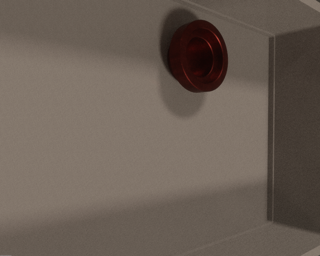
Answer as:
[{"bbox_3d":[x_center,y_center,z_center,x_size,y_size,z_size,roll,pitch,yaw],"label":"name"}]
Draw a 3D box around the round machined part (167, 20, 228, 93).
[{"bbox_3d":[0.049,-0.098,0.439,0.099,0.042,0.097,0,90,-40],"label":"round machined part"}]
